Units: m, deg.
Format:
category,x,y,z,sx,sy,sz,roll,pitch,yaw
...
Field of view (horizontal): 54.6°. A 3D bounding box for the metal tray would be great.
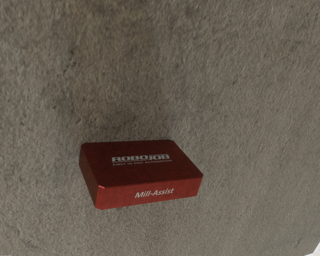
category,x,y,z,sx,sy,sz,roll,pitch,yaw
metal tray,-0.024,0.051,0.382,0.131,0.090,0.030,-1,119,-28
